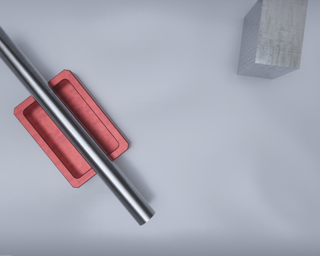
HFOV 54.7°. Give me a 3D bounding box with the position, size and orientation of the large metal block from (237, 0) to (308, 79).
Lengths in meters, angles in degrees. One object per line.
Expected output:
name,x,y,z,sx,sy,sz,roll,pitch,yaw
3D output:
large metal block,0.136,-0.109,0.386,0.050,0.080,0.080,7,90,0

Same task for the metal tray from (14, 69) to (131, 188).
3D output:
metal tray,-0.113,0.001,0.407,0.090,0.030,0.130,-39,91,-1

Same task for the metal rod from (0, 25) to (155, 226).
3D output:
metal rod,-0.111,-0.004,0.379,0.025,0.025,0.300,-40,90,0
